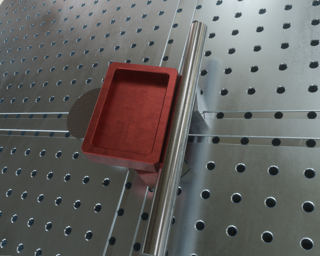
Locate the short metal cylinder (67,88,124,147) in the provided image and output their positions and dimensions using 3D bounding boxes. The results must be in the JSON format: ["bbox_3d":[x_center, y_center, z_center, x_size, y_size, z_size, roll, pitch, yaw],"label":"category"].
[{"bbox_3d":[-0.083,-0.010,0.439,0.080,0.050,0.080,-13,56,20],"label":"short metal cylinder"}]

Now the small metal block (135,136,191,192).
[{"bbox_3d":[0.000,0.046,0.378,0.050,0.025,0.050,-43,51,-2],"label":"small metal block"}]

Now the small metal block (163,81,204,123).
[{"bbox_3d":[0.029,-0.031,0.411,0.050,0.025,0.050,-14,56,20],"label":"small metal block"}]

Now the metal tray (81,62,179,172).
[{"bbox_3d":[-0.032,-0.017,0.380,0.090,0.030,0.130,8,64,10],"label":"metal tray"}]

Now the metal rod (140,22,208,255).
[{"bbox_3d":[0.024,-0.007,0.366,0.025,0.025,0.300,-1,61,27],"label":"metal rod"}]
